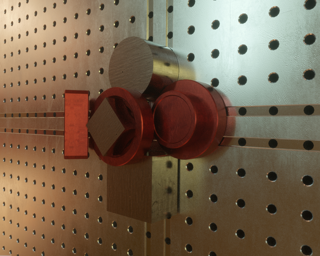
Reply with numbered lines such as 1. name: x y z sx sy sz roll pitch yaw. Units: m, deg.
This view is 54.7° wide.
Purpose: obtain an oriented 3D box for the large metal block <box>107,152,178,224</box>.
1. large metal block: -0.024 0.072 0.410 0.080 0.050 0.080 1 91 40

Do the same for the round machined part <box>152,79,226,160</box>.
1. round machined part: 0.026 -0.010 0.375 0.098 0.042 0.097 0 90 40

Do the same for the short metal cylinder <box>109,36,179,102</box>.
1. short metal cylinder: -0.022 -0.076 0.411 0.080 0.050 0.080 0 90 40

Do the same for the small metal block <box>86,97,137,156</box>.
1. small metal block: -0.058 -0.001 0.377 0.050 0.025 0.050 -49 61 29

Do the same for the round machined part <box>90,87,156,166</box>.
1. round machined part: -0.044 -0.002 0.397 0.098 0.042 0.097 0 90 40

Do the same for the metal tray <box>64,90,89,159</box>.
1. metal tray: -0.122 -0.006 0.460 0.130 0.030 0.089 -175 86 -77
